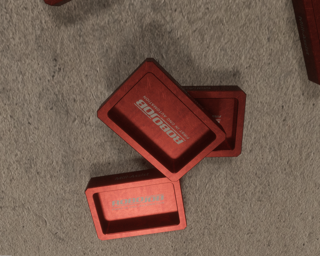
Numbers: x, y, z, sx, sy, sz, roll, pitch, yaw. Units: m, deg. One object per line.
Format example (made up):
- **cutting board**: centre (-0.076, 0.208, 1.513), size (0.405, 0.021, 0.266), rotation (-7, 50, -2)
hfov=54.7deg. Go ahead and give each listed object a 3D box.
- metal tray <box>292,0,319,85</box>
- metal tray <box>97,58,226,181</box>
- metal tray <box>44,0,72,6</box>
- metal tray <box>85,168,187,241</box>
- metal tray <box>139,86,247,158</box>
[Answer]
- **metal tray**: centre (0.214, -0.124, 0.364), size (0.090, 0.030, 0.129), rotation (-20, 109, 6)
- **metal tray**: centre (0.003, -0.008, 0.371), size (0.130, 0.030, 0.090), rotation (43, 104, -15)
- **metal tray**: centre (-0.109, -0.210, 0.328), size (0.090, 0.030, 0.129), rotation (-22, 109, 7)
- **metal tray**: centre (-0.032, 0.109, 0.446), size (0.131, 0.030, 0.089), rotation (-9, 110, 2)
- **metal tray**: centre (0.041, -0.008, 0.404), size (0.131, 0.030, 0.089), rotation (-1, 110, -1)
